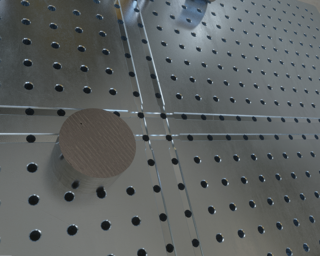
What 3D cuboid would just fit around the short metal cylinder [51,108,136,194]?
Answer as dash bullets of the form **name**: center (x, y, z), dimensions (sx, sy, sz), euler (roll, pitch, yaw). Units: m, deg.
- **short metal cylinder**: center (-0.073, 0.025, 0.338), dimensions (0.081, 0.050, 0.080), euler (14, 56, -21)
